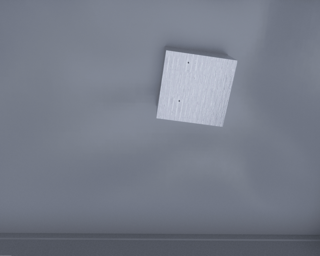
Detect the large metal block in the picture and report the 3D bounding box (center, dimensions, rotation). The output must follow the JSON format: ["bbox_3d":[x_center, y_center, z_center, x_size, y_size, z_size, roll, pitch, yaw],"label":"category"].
[{"bbox_3d":[0.041,-0.052,0.379,0.081,0.050,0.079,7,110,-3],"label":"large metal block"}]
